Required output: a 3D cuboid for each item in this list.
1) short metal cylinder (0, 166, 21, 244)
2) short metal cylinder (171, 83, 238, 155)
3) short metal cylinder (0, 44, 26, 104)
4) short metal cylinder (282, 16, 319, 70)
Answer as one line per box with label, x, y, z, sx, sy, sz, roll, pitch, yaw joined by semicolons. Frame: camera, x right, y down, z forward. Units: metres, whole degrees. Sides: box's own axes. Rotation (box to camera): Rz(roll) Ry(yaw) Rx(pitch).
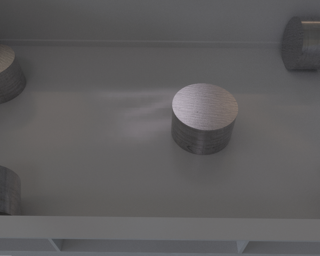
short metal cylinder;-0.180;0.078;0.303;0.081;0.080;0.050;-13;51;-11
short metal cylinder;0.055;-0.012;0.399;0.080;0.050;0.080;0;50;0
short metal cylinder;-0.246;-0.079;0.453;0.081;0.050;0.080;0;50;0
short metal cylinder;0.230;-0.131;0.481;0.050;0.080;0.080;0;50;0
